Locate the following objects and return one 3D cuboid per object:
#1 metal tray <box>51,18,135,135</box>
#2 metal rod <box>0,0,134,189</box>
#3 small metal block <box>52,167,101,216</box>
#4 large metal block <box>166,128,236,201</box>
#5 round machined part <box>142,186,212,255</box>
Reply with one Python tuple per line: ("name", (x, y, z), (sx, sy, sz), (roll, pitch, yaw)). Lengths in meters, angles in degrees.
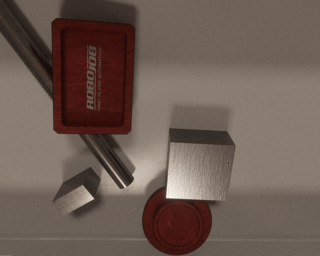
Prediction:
("metal tray", (-0.079, -0.059, 0.369), (0.091, 0.030, 0.129), (1, 103, -12))
("metal rod", (-0.126, -0.041, 0.394), (0.025, 0.025, 0.299), (-30, 108, 10))
("small metal block", (-0.114, 0.086, 0.428), (0.050, 0.050, 0.025), (-30, 108, 10))
("large metal block", (0.051, 0.048, 0.417), (0.081, 0.050, 0.079), (3, 110, -2))
("round machined part", (0.024, 0.131, 0.435), (0.099, 0.042, 0.097), (0, 90, -1))
